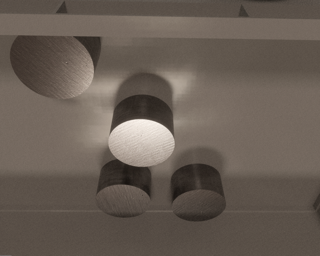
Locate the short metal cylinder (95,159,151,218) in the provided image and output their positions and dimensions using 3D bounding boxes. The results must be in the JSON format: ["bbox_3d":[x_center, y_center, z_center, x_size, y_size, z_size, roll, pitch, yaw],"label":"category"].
[{"bbox_3d":[-0.054,0.092,0.470,0.081,0.050,0.079,0,130,0],"label":"short metal cylinder"}]

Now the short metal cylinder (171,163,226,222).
[{"bbox_3d":[0.058,0.101,0.479,0.081,0.050,0.079,0,130,0],"label":"short metal cylinder"}]

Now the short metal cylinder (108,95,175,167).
[{"bbox_3d":[-0.022,0.004,0.396,0.081,0.050,0.079,0,130,0],"label":"short metal cylinder"}]

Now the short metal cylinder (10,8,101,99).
[{"bbox_3d":[-0.106,-0.077,0.325,0.081,0.050,0.079,0,130,0],"label":"short metal cylinder"}]
